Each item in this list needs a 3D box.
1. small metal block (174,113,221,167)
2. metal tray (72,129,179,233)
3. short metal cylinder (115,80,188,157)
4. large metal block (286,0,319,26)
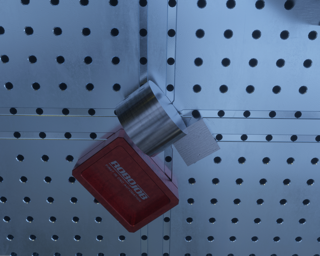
[{"bbox_3d":[0.046,0.016,0.420,0.050,0.025,0.050,-30,108,10],"label":"small metal block"},{"bbox_3d":[-0.046,0.077,0.438,0.090,0.030,0.130,-36,107,12],"label":"metal tray"},{"bbox_3d":[-0.009,-0.011,0.380,0.050,0.080,0.080,-35,107,12],"label":"short metal cylinder"},{"bbox_3d":[0.171,-0.154,0.329,0.080,0.080,0.050,35,106,-12],"label":"large metal block"}]
